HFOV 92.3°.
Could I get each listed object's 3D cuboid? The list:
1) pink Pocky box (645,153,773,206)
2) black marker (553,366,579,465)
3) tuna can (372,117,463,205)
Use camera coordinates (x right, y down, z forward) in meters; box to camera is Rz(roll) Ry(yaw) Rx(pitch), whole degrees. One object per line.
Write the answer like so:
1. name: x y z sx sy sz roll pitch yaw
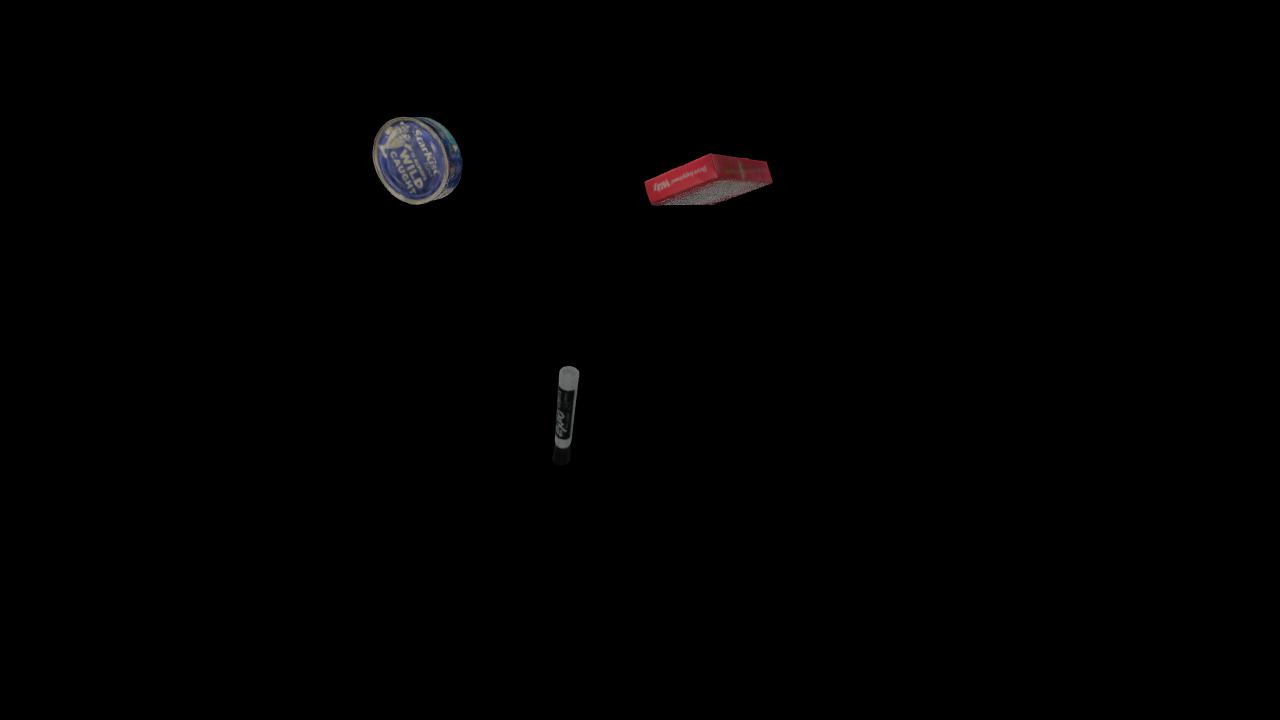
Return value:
1. pink Pocky box: 0.081 -0.199 0.688 0.084 0.029 0.155 -13 5 35
2. black marker: -0.073 0.059 0.603 0.020 0.121 0.020 6 36 -5
3. tuna can: -0.226 -0.204 0.628 0.084 0.084 0.034 0 22 15
